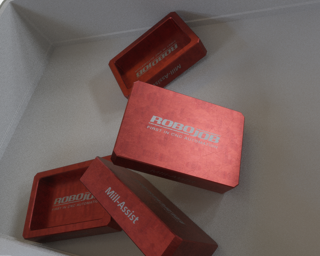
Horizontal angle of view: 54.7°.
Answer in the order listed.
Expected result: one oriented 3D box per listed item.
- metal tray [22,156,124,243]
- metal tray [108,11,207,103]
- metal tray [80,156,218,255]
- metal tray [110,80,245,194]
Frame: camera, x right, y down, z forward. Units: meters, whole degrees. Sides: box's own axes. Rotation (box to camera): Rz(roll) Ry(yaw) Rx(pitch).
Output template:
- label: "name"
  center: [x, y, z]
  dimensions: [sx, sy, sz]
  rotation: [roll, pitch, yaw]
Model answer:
- label: "metal tray"
  center: [-0.109, 0.093, 0.400]
  dimensions: [0.130, 0.030, 0.090]
  rotation: [-15, 56, 19]
- label: "metal tray"
  center: [-0.007, -0.104, 0.462]
  dimensions: [0.130, 0.030, 0.090]
  rotation: [-36, 51, 9]
- label: "metal tray"
  center: [-0.012, 0.085, 0.315]
  dimensions: [0.130, 0.090, 0.030]
  rotation: [35, 90, 38]
- label: "metal tray"
  center: [0.022, 0.010, 0.335]
  dimensions: [0.131, 0.030, 0.090]
  rotation: [17, 63, -8]
